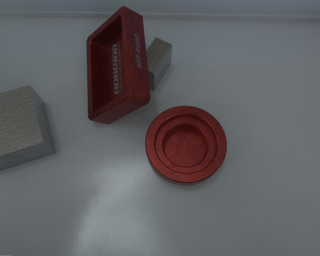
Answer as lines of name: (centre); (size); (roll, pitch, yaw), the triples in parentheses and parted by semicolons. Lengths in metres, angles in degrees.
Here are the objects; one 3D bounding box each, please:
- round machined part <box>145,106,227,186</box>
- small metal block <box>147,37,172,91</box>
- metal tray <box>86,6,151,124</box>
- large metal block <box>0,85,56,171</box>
round machined part: (0.032, 0.024, 0.392); (0.099, 0.042, 0.098); (0, 70, -1)
small metal block: (-0.007, -0.087, 0.428); (0.025, 0.050, 0.050); (27, 72, 9)
metal tray: (-0.058, -0.080, 0.405); (0.030, 0.090, 0.129); (14, 62, -43)
large metal block: (-0.188, 0.002, 0.393); (0.081, 0.050, 0.080); (-18, 71, -7)
